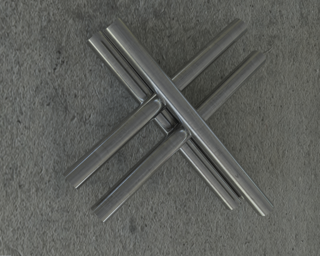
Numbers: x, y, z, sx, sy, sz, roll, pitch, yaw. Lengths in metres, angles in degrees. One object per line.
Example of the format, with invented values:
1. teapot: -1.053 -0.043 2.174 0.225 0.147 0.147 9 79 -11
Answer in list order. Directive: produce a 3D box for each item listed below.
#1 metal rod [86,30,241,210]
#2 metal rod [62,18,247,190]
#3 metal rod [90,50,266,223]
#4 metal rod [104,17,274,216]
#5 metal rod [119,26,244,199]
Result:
1. metal rod: 0.013 -0.001 0.416 0.025 0.025 0.300 -44 104 -15
2. metal rod: 0.005 -0.040 0.386 0.301 0.025 0.025 -44 104 -15
3. metal rod: 0.033 0.001 0.397 0.301 0.025 0.025 -44 104 -15
4. metal rod: 0.043 -0.003 0.374 0.025 0.025 0.300 -45 104 -15
5. metal rod: 0.033 -0.015 0.423 0.025 0.025 0.300 -44 104 -15
